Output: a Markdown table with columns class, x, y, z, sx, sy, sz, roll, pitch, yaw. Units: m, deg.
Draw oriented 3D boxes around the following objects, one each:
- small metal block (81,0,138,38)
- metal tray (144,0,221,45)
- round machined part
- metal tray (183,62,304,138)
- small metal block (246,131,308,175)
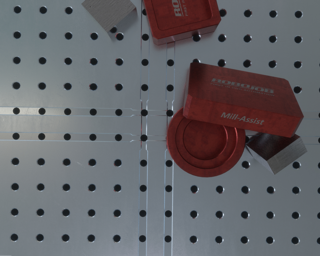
| class | x | y | z | sx | sy | sz | roll | pitch | yaw |
| --- | --- | --- | --- | --- | --- | --- | --- | --- | --- |
| small metal block | -0.066 | -0.158 | 0.413 | 0.050 | 0.025 | 0.050 | -42 | 90 | 0 |
| metal tray | 0.020 | -0.186 | 0.410 | 0.090 | 0.030 | 0.129 | -14 | 90 | 0 |
| round machined part | 0.058 | 0.013 | 0.405 | 0.099 | 0.042 | 0.097 | 0 | 90 | 0 |
| metal tray | 0.097 | -0.038 | 0.381 | 0.131 | 0.090 | 0.030 | 11 | 128 | 0 |
| small metal block | 0.149 | 0.026 | 0.399 | 0.050 | 0.050 | 0.025 | -35 | 114 | 0 |
